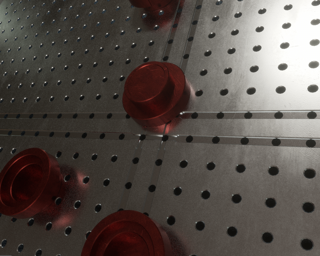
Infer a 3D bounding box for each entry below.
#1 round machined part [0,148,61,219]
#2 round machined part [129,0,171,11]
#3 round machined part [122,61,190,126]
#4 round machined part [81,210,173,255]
[{"bbox_3d":[-0.182,0.081,0.441,0.098,0.042,0.098,-13,56,20],"label":"round machined part"},{"bbox_3d":[-0.011,-0.250,0.555,0.098,0.042,0.098,-13,56,20],"label":"round machined part"},{"bbox_3d":[-0.011,-0.055,0.435,0.098,0.042,0.098,-13,56,20],"label":"round machined part"},{"bbox_3d":[-0.032,0.140,0.327,0.098,0.042,0.098,-13,56,20],"label":"round machined part"}]
